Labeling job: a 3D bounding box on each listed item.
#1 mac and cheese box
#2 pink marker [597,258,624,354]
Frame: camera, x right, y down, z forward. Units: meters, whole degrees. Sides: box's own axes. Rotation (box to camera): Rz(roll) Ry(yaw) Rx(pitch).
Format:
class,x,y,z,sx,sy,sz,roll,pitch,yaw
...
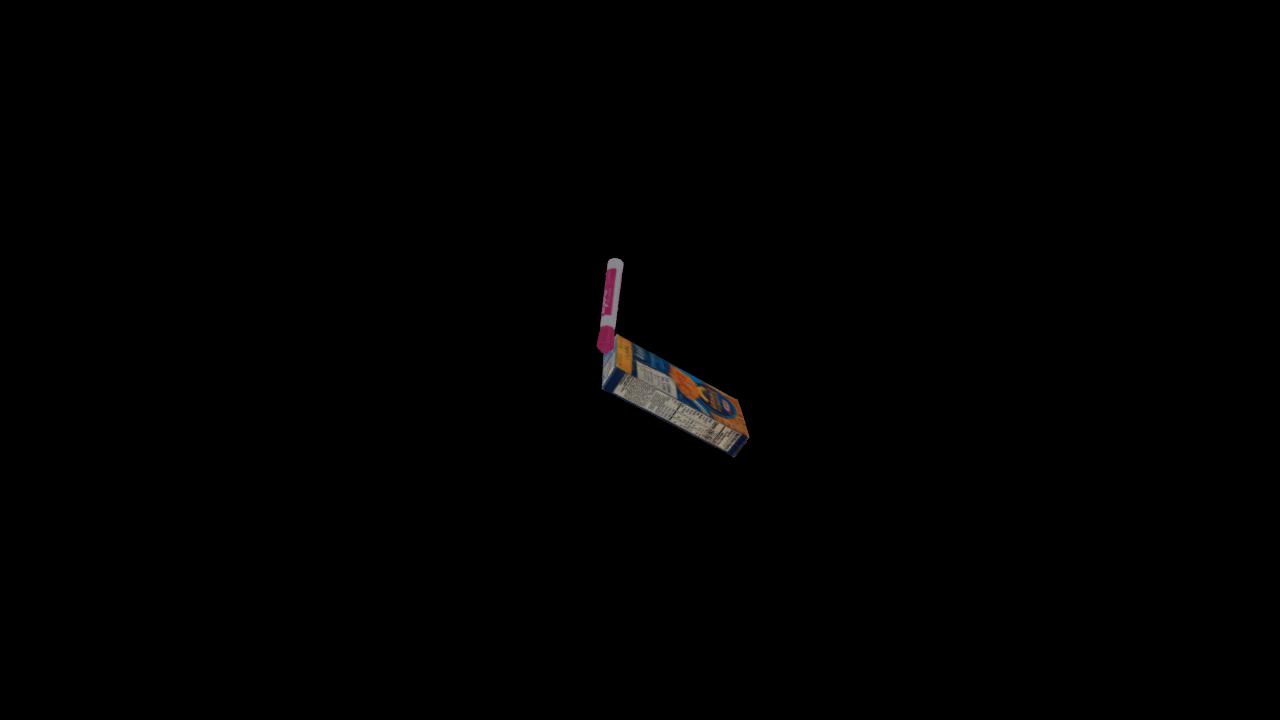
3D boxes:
class,x,y,z,sx,sy,sz,roll,pitch,yaw
mac and cheese box,0.042,0.042,0.746,0.184,0.041,0.093,28,21,-15
pink marker,-0.033,-0.061,0.683,0.020,0.121,0.020,4,-30,2
